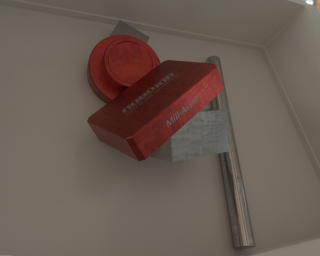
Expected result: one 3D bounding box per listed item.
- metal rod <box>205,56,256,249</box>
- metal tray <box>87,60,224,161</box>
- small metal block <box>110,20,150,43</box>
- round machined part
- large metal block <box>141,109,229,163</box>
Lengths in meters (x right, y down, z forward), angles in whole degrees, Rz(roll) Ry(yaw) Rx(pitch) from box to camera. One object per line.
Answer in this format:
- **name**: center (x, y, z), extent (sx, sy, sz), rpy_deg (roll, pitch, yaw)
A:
- **metal rod**: center (0.096, 0.015, 0.450), extent (0.025, 0.025, 0.299), rpy_deg (11, 57, -23)
- **metal tray**: center (-0.005, -0.027, 0.342), extent (0.131, 0.090, 0.030), rpy_deg (-41, 125, -23)
- **small metal block**: center (-0.049, -0.124, 0.456), extent (0.050, 0.025, 0.050), rpy_deg (28, 52, -11)
- **round machined part**: center (-0.043, -0.077, 0.403), extent (0.099, 0.042, 0.098), rpy_deg (5, 75, -19)
- **large metal block**: center (0.024, 0.004, 0.373), extent (0.081, 0.080, 0.050), rpy_deg (-7, 98, -32)
